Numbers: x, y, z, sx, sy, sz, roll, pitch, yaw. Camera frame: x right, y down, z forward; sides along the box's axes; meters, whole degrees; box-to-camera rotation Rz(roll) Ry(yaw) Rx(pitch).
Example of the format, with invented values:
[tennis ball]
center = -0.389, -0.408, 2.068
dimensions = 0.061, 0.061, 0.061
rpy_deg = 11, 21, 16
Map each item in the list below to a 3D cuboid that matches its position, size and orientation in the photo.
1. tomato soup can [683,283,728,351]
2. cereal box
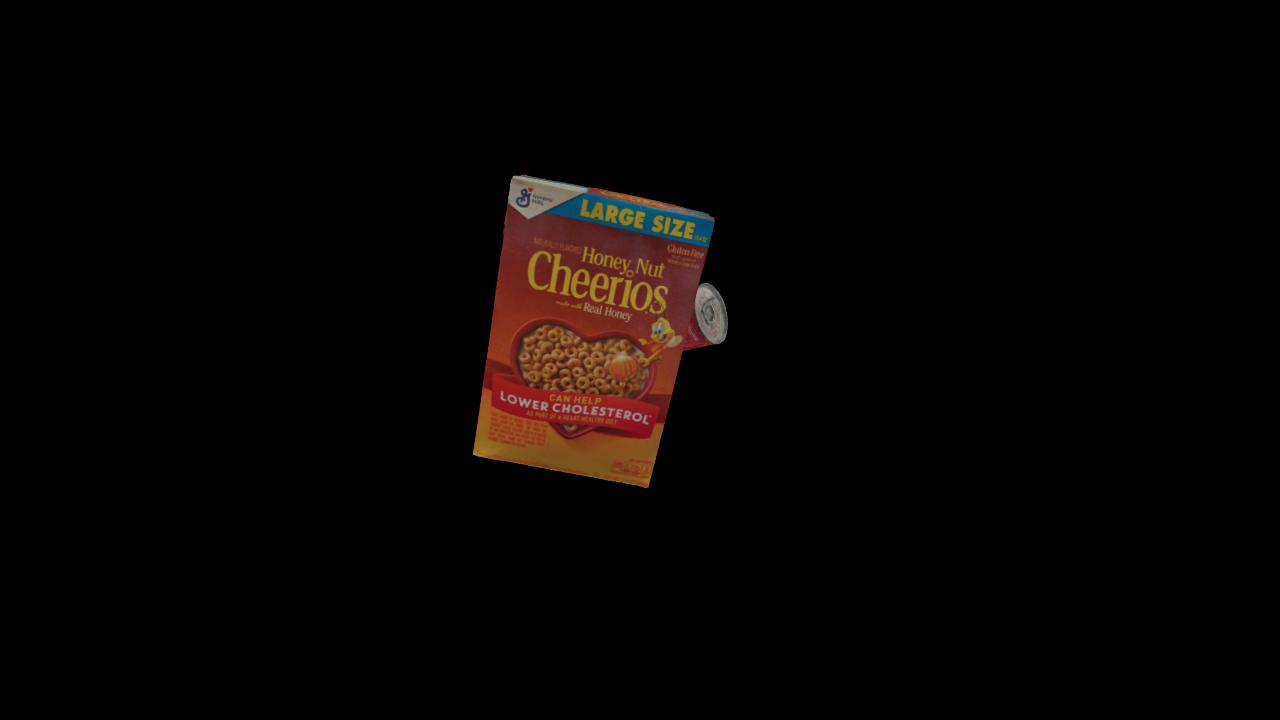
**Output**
[tomato soup can]
center = 0.037, -0.041, 0.683
dimensions = 0.101, 0.068, 0.068
rpy_deg = -13, -8, 36
[cereal box]
center = -0.056, -0.026, 0.661
dimensions = 0.203, 0.306, 0.081
rpy_deg = 12, 19, -4
